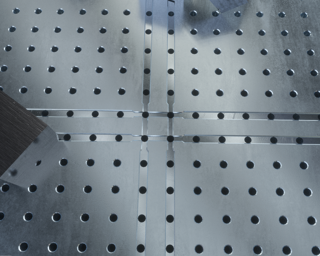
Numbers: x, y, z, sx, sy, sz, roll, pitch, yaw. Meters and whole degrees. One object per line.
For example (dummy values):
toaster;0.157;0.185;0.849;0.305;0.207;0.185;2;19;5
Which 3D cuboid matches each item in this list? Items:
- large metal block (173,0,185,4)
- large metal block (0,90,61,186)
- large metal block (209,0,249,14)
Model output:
large metal block;0.010;-0.249;0.474;0.080;0.080;0.050;21;72;7
large metal block;-0.191;0.013;0.393;0.080;0.050;0.080;34;74;11
large metal block;0.098;-0.236;0.464;0.080;0.050;0.080;33;67;-34
